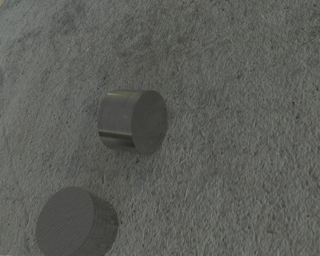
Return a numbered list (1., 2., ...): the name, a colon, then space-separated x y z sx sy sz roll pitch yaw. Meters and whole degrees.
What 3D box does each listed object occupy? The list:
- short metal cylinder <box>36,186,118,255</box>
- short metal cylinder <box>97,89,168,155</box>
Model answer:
1. short metal cylinder: -0.098 0.116 0.368 0.080 0.050 0.080 -13 56 21
2. short metal cylinder: -0.033 -0.008 0.391 0.050 0.080 0.080 6 65 31
